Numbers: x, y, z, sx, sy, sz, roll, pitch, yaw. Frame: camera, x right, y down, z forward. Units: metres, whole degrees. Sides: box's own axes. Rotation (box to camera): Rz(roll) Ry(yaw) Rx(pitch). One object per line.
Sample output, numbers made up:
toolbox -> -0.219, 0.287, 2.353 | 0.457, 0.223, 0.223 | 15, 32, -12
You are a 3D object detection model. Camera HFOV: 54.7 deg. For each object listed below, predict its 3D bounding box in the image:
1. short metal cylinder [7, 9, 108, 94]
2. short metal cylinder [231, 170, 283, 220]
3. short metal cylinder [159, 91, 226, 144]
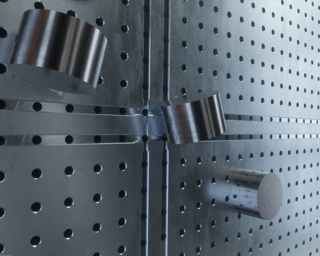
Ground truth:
short metal cylinder -> -0.095, -0.068, 0.295 | 0.080, 0.080, 0.050 | 18, 79, -39
short metal cylinder -> 0.169, 0.115, 0.539 | 0.081, 0.050, 0.079 | 0, 90, -40
short metal cylinder -> 0.043, -0.016, 0.412 | 0.081, 0.080, 0.050 | -23, 105, -38
